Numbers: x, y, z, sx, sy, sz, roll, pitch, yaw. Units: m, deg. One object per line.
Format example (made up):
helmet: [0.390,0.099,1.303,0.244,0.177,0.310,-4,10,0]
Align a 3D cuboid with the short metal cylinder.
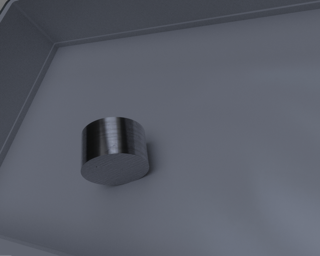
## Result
short metal cylinder: [-0.056,0.030,0.382,0.080,0.080,0.050,-21,54,16]
